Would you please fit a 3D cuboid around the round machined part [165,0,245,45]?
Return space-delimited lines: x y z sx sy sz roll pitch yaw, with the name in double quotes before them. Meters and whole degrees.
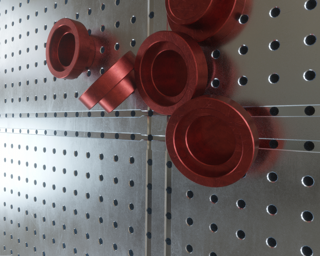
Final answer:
"round machined part" 0.045 -0.150 0.362 0.098 0.042 0.097 0 90 40

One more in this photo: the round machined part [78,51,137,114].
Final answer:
"round machined part" -0.061 -0.058 0.427 0.098 0.098 0.042 -35 104 34

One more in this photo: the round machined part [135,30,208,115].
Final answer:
"round machined part" 0.018 -0.067 0.377 0.098 0.042 0.097 13 110 40

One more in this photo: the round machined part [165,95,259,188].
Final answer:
"round machined part" 0.059 0.012 0.340 0.098 0.042 0.097 9 108 28

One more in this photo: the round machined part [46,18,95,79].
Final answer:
"round machined part" -0.147 -0.130 0.521 0.098 0.042 0.097 0 90 40
